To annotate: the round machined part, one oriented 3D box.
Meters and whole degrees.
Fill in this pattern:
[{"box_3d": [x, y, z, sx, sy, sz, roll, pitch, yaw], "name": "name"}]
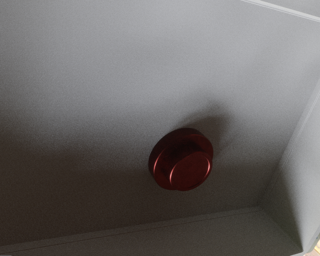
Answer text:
[{"box_3d": [0.036, 0.052, 0.449, 0.099, 0.042, 0.097, -14, 124, -21], "name": "round machined part"}]
